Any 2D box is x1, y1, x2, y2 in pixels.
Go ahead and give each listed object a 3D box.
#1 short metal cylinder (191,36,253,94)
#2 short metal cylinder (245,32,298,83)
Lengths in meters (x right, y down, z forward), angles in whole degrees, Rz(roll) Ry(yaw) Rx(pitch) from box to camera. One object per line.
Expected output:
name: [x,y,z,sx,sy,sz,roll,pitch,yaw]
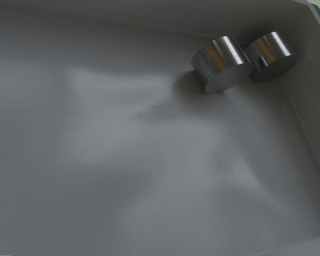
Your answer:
short metal cylinder: [0.095,-0.096,0.480,0.081,0.080,0.050,-12,68,-33]
short metal cylinder: [0.194,-0.124,0.550,0.081,0.080,0.050,-10,67,-32]
